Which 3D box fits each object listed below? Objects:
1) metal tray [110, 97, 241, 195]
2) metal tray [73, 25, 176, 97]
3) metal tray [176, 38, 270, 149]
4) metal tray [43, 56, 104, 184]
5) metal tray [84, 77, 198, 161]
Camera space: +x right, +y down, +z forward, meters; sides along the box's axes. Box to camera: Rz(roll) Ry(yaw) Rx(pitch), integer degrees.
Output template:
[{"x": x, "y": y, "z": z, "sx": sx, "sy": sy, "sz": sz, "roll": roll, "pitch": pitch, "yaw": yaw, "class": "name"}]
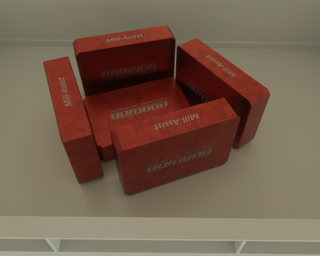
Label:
[{"x": 0.017, "y": 0.022, "z": 0.342, "sx": 0.131, "sy": 0.089, "sz": 0.030, "roll": -16, "pitch": 52, "yaw": -14, "class": "metal tray"}, {"x": -0.046, "y": -0.088, "z": 0.433, "sx": 0.131, "sy": 0.089, "sz": 0.030, "roll": -12, "pitch": 51, "yaw": -11, "class": "metal tray"}, {"x": 0.072, "y": -0.045, "z": 0.400, "sx": 0.030, "sy": 0.089, "sz": 0.130, "roll": -30, "pitch": 56, "yaw": -22, "class": "metal tray"}, {"x": -0.103, "y": -0.011, "z": 0.368, "sx": 0.030, "sy": 0.089, "sz": 0.130, "roll": -17, "pitch": 52, "yaw": -14, "class": "metal tray"}, {"x": -0.027, "y": -0.016, "z": 0.411, "sx": 0.131, "sy": 0.030, "sz": 0.090, "roll": -15, "pitch": 52, "yaw": -13, "class": "metal tray"}]
